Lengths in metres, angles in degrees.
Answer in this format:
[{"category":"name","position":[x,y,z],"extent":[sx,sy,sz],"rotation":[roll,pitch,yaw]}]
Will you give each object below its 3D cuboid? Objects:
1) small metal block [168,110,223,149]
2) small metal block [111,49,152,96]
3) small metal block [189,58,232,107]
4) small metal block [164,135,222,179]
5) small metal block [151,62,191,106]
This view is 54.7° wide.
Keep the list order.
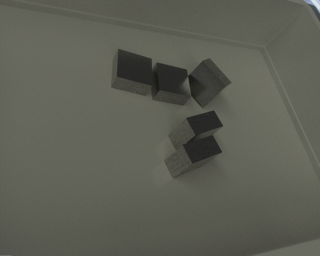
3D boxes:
[{"category":"small metal block","position":[0.047,0.004,0.414],"extent":[0.050,0.050,0.025],"rotation":[-16,70,-35]},{"category":"small metal block","position":[-0.039,-0.077,0.433],"extent":[0.050,0.025,0.050],"rotation":[12,57,-22]},{"category":"small metal block","position":[0.070,-0.068,0.468],"extent":[0.050,0.050,0.025],"rotation":[50,37,6]},{"category":"small metal block","position":[0.041,0.036,0.391],"extent":[0.050,0.050,0.025],"rotation":[-15,70,-35]},{"category":"small metal block","position":[0.015,-0.064,0.454],"extent":[0.050,0.025,0.050],"rotation":[8,58,-24]}]
